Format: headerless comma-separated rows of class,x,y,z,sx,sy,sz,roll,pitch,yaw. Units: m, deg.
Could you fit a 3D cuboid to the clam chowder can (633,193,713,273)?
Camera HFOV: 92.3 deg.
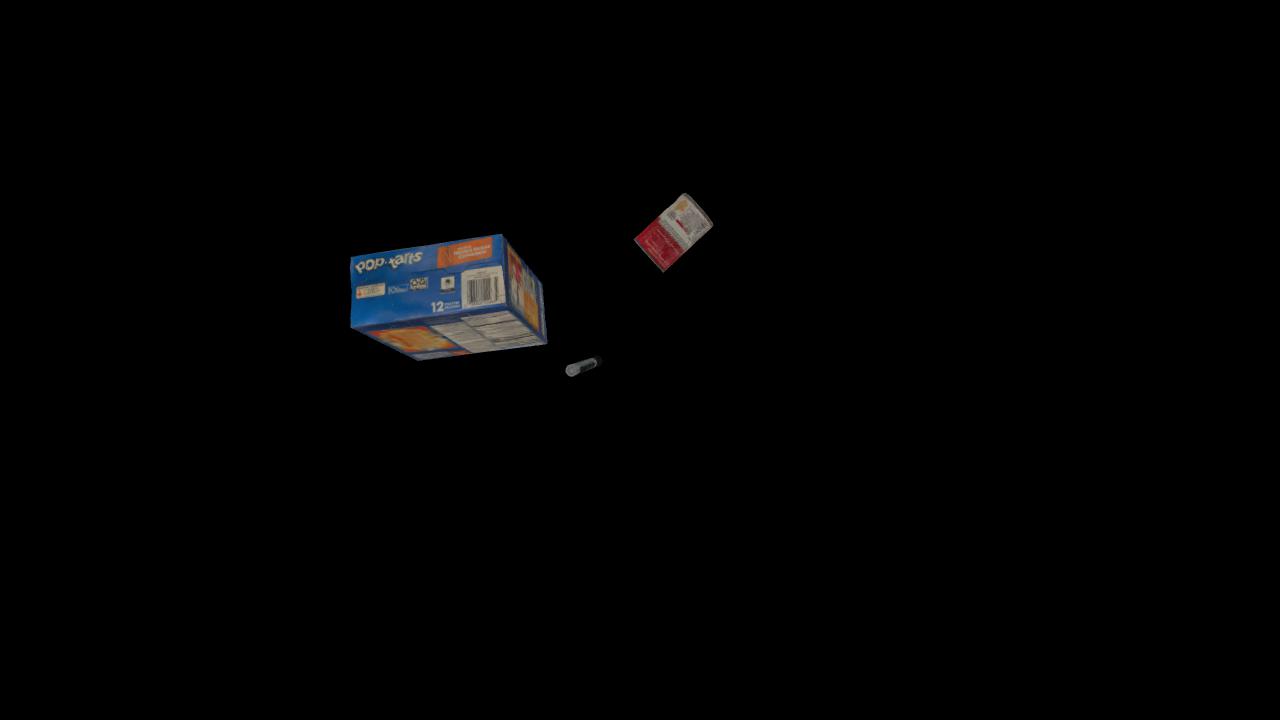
clam chowder can,0.050,-0.188,0.910,0.102,0.068,0.068,-42,-7,8

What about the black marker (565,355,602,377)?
black marker,-0.088,0.009,0.990,0.020,0.020,0.121,0,7,17

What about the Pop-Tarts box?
Pop-Tarts box,-0.205,-0.063,0.682,0.167,0.083,0.141,-7,-16,7
